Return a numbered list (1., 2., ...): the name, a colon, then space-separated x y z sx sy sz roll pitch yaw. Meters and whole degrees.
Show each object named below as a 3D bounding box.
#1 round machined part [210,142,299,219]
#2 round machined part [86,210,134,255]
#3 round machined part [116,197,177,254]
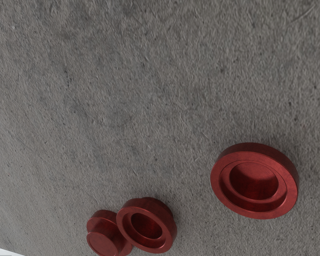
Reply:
1. round machined part: 0.114 0.058 0.372 0.098 0.042 0.097 13 124 21
2. round machined part: -0.095 0.203 0.572 0.098 0.042 0.097 13 124 21
3. round machined part: -0.017 0.151 0.498 0.098 0.042 0.097 13 124 21
